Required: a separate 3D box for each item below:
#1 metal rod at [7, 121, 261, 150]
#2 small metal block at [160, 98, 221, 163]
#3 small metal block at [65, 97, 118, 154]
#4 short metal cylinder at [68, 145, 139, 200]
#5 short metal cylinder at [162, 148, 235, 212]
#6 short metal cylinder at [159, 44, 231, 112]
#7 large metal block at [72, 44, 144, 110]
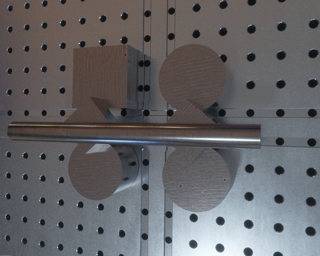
[{"bbox_3d":[-0.045,0.006,0.348,0.301,0.025,0.025,1,90,19],"label":"metal rod"},{"bbox_3d":[0.035,0.003,0.347,0.050,0.025,0.050,42,103,15],"label":"small metal block"},{"bbox_3d":[-0.084,-0.003,0.390,0.050,0.025,0.050,-42,77,15],"label":"small metal block"},{"bbox_3d":[-0.077,0.054,0.425,0.080,0.050,0.080,0,90,20],"label":"short metal cylinder"},{"bbox_3d":[0.049,0.058,0.382,0.080,0.050,0.080,0,90,20],"label":"short metal cylinder"},{"bbox_3d":[0.045,-0.058,0.384,0.080,0.050,0.080,0,90,20],"label":"short metal cylinder"},{"bbox_3d":[-0.070,-0.066,0.423,0.080,0.050,0.080,1,91,20],"label":"large metal block"}]
